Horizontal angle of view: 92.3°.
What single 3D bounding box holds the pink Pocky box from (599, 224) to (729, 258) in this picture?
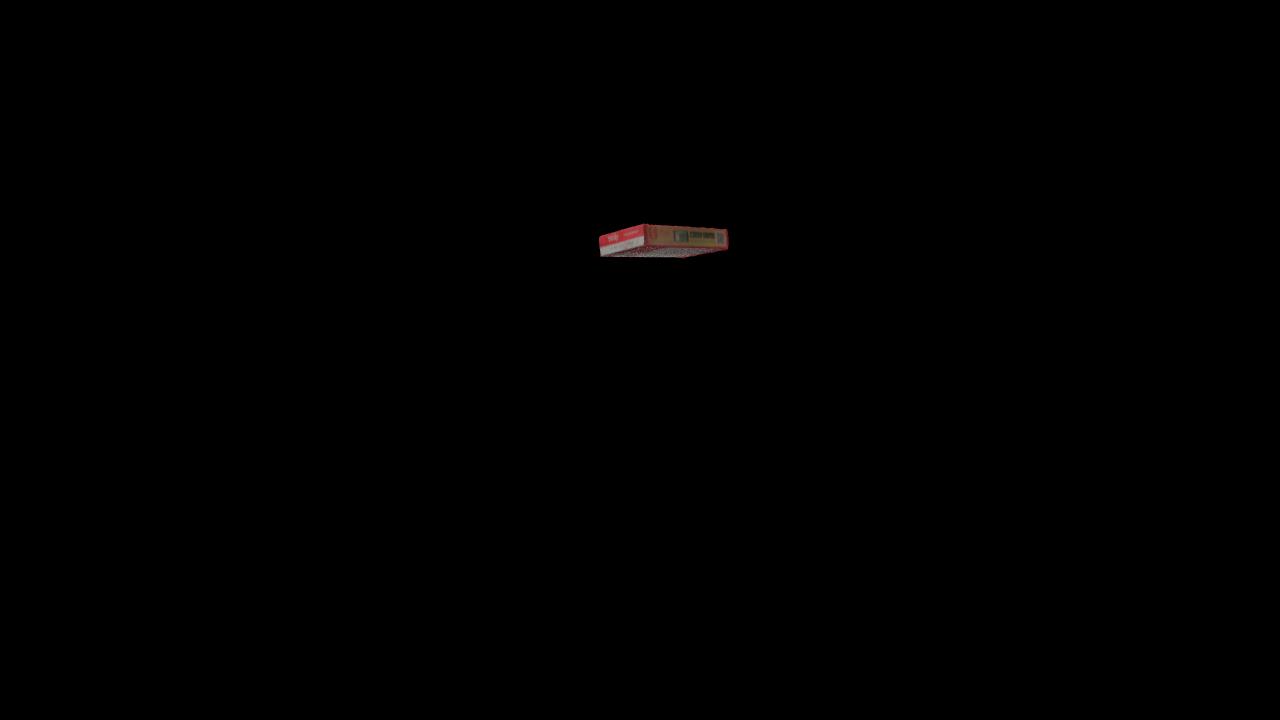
[{"bbox_3d":[0.032,-0.149,0.780,0.155,0.029,0.084,-8,4,-42],"label":"pink Pocky box"}]
